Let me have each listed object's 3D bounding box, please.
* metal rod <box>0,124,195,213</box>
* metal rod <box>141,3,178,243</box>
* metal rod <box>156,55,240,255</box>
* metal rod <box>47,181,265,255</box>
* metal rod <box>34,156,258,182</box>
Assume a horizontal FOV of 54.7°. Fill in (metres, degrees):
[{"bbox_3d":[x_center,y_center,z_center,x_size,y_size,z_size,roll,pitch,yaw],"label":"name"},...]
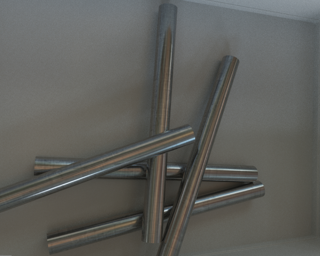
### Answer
[{"bbox_3d":[-0.101,0.054,0.345,0.302,0.025,0.025,-19,97,-14],"label":"metal rod"},{"bbox_3d":[0.000,-0.012,0.392,0.025,0.025,0.298,7,81,-20],"label":"metal rod"},{"bbox_3d":[0.053,0.037,0.409,0.025,0.025,0.299,26,73,-19],"label":"metal rod"},{"bbox_3d":[0.010,0.114,0.414,0.303,0.025,0.025,-9,93,-20],"label":"metal rod"},{"bbox_3d":[-0.003,0.057,0.409,0.302,0.025,0.025,5,89,-20],"label":"metal rod"}]
